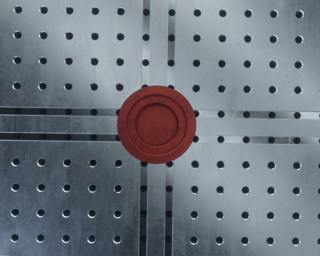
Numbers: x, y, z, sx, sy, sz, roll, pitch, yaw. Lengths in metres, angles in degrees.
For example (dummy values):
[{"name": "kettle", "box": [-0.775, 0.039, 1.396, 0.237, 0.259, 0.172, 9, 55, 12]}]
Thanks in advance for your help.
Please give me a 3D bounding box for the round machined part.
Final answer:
[{"name": "round machined part", "box": [-0.004, -0.004, 0.404, 0.099, 0.042, 0.097, 0, 90, 0]}]
